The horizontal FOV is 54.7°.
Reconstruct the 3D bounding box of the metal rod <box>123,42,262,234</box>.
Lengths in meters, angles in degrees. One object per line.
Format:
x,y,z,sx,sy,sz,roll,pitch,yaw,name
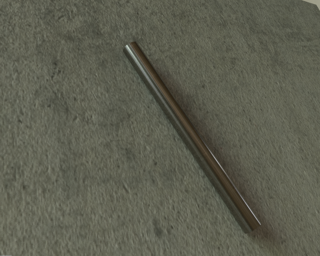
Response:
0.037,0.004,0.422,0.025,0.025,0.299,-24,75,-37,metal rod
